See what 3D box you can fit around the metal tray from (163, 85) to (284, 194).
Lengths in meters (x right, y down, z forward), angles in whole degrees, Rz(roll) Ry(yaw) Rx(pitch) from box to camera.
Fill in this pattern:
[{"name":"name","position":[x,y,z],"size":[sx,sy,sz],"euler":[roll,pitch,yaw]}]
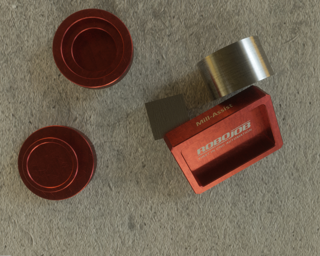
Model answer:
[{"name":"metal tray","position":[0.081,0.017,0.386],"size":[0.130,0.030,0.090],"euler":[-30,124,-1]}]

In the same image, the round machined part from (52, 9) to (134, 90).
[{"name":"round machined part","position":[-0.083,-0.098,0.400],"size":[0.099,0.042,0.097],"euler":[0,90,-1]}]

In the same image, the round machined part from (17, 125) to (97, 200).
[{"name":"round machined part","position":[-0.135,0.045,0.400],"size":[0.099,0.042,0.097],"euler":[0,90,-1]}]

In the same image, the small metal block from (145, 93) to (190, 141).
[{"name":"small metal block","position":[0.011,-0.014,0.410],"size":[0.050,0.025,0.050],"euler":[-15,90,-1]}]

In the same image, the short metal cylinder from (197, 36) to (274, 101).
[{"name":"short metal cylinder","position":[0.092,-0.072,0.384],"size":[0.080,0.080,0.050],"euler":[-23,90,0]}]
